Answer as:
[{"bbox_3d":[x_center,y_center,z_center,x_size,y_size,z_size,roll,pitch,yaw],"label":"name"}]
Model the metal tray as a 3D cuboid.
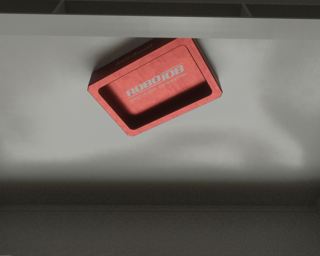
[{"bbox_3d":[-0.005,-0.051,0.362,0.130,0.030,0.090,-24,127,19],"label":"metal tray"}]
